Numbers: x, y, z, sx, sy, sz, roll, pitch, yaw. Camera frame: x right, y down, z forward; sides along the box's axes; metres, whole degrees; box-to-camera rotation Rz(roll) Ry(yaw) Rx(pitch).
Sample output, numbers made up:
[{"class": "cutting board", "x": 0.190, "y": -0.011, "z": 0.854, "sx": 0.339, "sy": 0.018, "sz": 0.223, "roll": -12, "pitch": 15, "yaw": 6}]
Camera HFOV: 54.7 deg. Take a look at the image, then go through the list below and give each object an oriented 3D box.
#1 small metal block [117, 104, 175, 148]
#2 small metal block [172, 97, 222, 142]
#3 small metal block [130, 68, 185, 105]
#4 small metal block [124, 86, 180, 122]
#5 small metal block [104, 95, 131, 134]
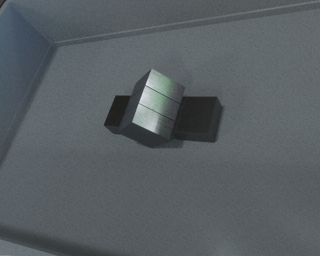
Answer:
[{"class": "small metal block", "x": -0.018, "y": -0.001, "z": 0.384, "sx": 0.050, "sy": 0.050, "sz": 0.025, "roll": -29, "pitch": 40, "yaw": 58}, {"class": "small metal block", "x": 0.046, "y": -0.011, "z": 0.386, "sx": 0.050, "sy": 0.025, "sz": 0.050, "roll": 3, "pitch": 63, "yaw": 29}, {"class": "small metal block", "x": -0.004, "y": -0.046, "z": 0.403, "sx": 0.050, "sy": 0.050, "sz": 0.025, "roll": -28, "pitch": 41, "yaw": 59}, {"class": "small metal block", "x": -0.011, "y": -0.023, "z": 0.393, "sx": 0.050, "sy": 0.050, "sz": 0.025, "roll": -29, "pitch": 40, "yaw": 58}, {"class": "small metal block", "x": -0.044, "y": -0.018, "z": 0.436, "sx": 0.050, "sy": 0.025, "sz": 0.050, "roll": 4, "pitch": 64, "yaw": 29}]
